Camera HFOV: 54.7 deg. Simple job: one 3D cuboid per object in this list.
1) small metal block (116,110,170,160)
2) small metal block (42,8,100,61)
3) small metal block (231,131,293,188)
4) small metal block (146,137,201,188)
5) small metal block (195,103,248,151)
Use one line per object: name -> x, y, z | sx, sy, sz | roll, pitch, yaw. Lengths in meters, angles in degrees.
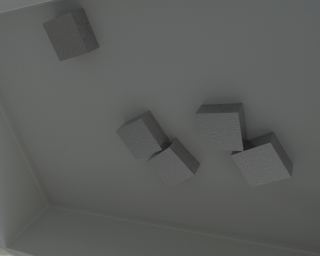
small metal block -> -0.024, 0.011, 0.426 | 0.050, 0.025, 0.050 | -24, 106, 36
small metal block -> -0.113, -0.118, 0.393 | 0.050, 0.025, 0.050 | -7, 115, 31
small metal block -> 0.121, 0.038, 0.368 | 0.050, 0.025, 0.050 | -25, 105, 36
small metal block -> 0.018, 0.049, 0.428 | 0.050, 0.025, 0.050 | 48, 128, -6
small metal block -> 0.074, -0.001, 0.368 | 0.050, 0.025, 0.050 | 0, 118, 28
